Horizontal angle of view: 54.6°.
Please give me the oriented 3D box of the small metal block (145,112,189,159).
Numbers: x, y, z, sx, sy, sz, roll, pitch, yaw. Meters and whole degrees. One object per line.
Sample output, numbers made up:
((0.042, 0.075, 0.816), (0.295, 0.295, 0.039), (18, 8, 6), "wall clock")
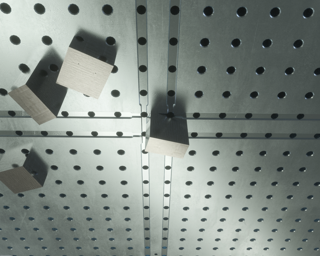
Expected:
((0.009, 0.009, 0.403), (0.050, 0.050, 0.025), (12, 129, -10), "small metal block")

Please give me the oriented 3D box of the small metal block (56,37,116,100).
((-0.084, -0.067, 0.354), (0.050, 0.025, 0.050), (21, 127, -17), "small metal block")

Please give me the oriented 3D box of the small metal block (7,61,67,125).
((-0.140, -0.041, 0.359), (0.025, 0.050, 0.050), (-21, 127, 17), "small metal block")

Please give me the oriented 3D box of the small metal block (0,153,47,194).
((-0.210, 0.070, 0.469), (0.050, 0.025, 0.050), (-15, 129, 12), "small metal block")
